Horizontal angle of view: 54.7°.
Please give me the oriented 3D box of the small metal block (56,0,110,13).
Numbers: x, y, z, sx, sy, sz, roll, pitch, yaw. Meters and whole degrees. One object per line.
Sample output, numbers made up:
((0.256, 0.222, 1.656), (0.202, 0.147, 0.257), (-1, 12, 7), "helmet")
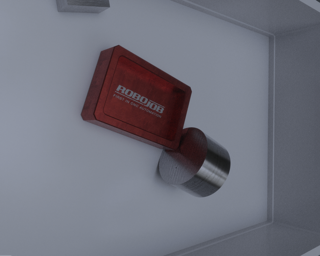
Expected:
((-0.086, -0.154, 0.335), (0.050, 0.025, 0.050), (-15, 100, -39), "small metal block")

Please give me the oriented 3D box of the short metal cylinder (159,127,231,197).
((0.045, 0.046, 0.411), (0.050, 0.080, 0.080), (33, 69, -36), "short metal cylinder")

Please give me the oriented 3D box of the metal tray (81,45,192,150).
((-0.022, -0.032, 0.386), (0.131, 0.030, 0.090), (23, 75, -38), "metal tray")

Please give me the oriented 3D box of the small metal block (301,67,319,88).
((0.355, -0.115, 0.695), (0.050, 0.050, 0.025), (-42, 116, -32), "small metal block")
